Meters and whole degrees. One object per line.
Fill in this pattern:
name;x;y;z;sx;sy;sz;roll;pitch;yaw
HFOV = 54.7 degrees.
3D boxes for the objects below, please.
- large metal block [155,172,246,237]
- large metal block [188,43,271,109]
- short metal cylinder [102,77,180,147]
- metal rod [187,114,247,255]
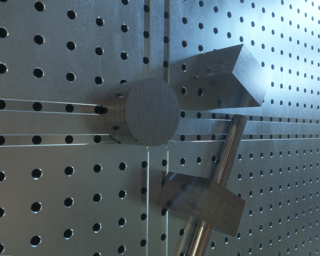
large metal block;0.055;0.103;0.422;0.080;0.080;0.050;35;68;-35
large metal block;0.104;-0.073;0.463;0.080;0.080;0.050;38;67;-34
short metal cylinder;-0.022;-0.019;0.376;0.081;0.050;0.079;0;90;-40
metal rod;0.083;0.115;0.481;0.025;0.025;0.299;35;69;-35
